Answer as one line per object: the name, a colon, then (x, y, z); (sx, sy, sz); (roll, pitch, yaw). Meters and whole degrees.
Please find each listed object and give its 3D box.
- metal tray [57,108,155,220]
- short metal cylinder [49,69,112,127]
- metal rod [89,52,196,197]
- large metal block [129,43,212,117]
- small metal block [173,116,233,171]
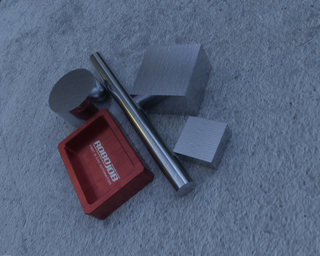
metal tray: (-0.077, 0.043, 0.414); (0.090, 0.030, 0.130); (-39, 51, 1)
short metal cylinder: (-0.122, -0.045, 0.479); (0.080, 0.050, 0.080); (-13, 56, 20)
metal rod: (-0.040, -0.025, 0.440); (0.025, 0.025, 0.300); (-38, 51, 2)
large metal block: (0.017, -0.064, 0.419); (0.080, 0.050, 0.080); (5, 64, 30)
small metal block: (0.051, 0.017, 0.368); (0.050, 0.025, 0.050); (14, 69, 33)
